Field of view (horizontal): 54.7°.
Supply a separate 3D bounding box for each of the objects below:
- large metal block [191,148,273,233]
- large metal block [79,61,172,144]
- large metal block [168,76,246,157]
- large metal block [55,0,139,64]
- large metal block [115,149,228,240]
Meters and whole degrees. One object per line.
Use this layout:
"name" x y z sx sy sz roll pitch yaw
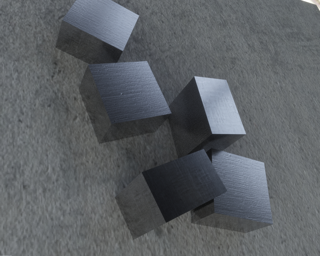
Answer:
"large metal block" 0.087 0.080 0.388 0.081 0.050 0.080 16 55 -20
"large metal block" -0.045 -0.034 0.385 0.081 0.050 0.080 -12 68 -33
"large metal block" 0.056 -0.010 0.406 0.050 0.080 0.080 1 61 -28
"large metal block" -0.084 -0.133 0.425 0.080 0.050 0.080 25 53 -13
"large metal block" 0.009 0.071 0.331 0.081 0.080 0.050 -16 71 -35
